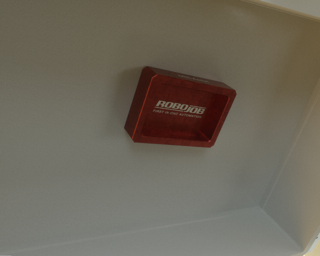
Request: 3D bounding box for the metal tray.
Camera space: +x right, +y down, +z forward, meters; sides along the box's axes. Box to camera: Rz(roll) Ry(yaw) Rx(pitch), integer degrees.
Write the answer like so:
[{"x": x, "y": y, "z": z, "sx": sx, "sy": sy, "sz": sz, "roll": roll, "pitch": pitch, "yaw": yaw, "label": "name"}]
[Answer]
[{"x": 0.028, "y": -0.023, "z": 0.405, "sx": 0.131, "sy": 0.030, "sz": 0.089, "roll": 6, "pitch": 116, "yaw": -31, "label": "metal tray"}]
